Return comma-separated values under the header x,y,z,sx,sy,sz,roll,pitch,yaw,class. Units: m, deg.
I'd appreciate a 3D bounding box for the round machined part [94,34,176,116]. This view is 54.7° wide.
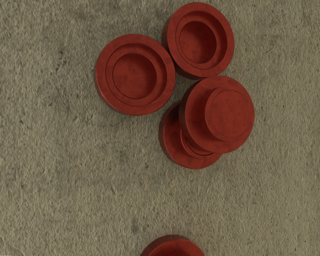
x,y,z,sx,sy,sz,roll,pitch,yaw,class
-0.034,-0.063,0.387,0.099,0.042,0.097,0,90,-20,round machined part

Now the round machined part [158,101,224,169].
x,y,z,sx,sy,sz,roll,pitch,yaw,class
0.051,0.007,0.419,0.099,0.042,0.097,0,90,-20,round machined part

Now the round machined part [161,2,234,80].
x,y,z,sx,sy,sz,roll,pitch,yaw,class
0.047,-0.112,0.416,0.099,0.042,0.097,0,89,-22,round machined part

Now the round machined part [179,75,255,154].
x,y,z,sx,sy,sz,roll,pitch,yaw,class
0.077,-0.017,0.383,0.099,0.042,0.097,0,89,-20,round machined part

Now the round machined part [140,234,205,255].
x,y,z,sx,sy,sz,roll,pitch,yaw,class
0.020,0.196,0.408,0.099,0.042,0.097,0,90,-20,round machined part
